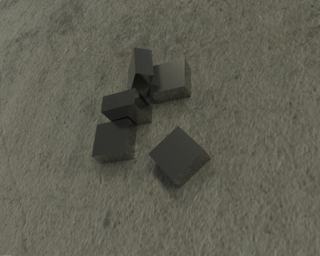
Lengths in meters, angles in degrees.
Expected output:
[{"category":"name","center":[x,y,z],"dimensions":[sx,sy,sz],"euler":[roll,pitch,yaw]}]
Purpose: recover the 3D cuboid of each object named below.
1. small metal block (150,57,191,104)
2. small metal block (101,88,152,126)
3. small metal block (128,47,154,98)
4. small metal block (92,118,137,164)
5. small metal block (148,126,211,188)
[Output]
[{"category":"small metal block","center":[0.016,-0.066,0.435],"dimensions":[0.050,0.025,0.050],"euler":[-11,57,22]},{"category":"small metal block","center":[-0.044,-0.025,0.425],"dimensions":[0.050,0.050,0.025],"euler":[-12,57,21]},{"category":"small metal block","center":[-0.029,-0.079,0.447],"dimensions":[0.025,0.050,0.050],"euler":[4,55,-15]},{"category":"small metal block","center":[-0.062,0.018,0.423],"dimensions":[0.050,0.025,0.050],"euler":[-11,57,22]},{"category":"small metal block","center":[0.023,0.034,0.370],"dimensions":[0.050,0.025,0.050],"euler":[-43,51,-2]}]
